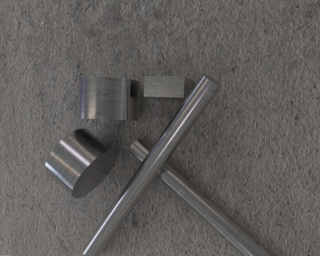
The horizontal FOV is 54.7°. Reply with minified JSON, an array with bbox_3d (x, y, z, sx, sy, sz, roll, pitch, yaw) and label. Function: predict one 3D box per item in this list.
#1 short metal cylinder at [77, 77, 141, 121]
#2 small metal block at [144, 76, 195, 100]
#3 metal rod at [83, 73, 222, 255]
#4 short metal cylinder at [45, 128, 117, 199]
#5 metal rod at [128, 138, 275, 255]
[{"bbox_3d":[-0.066,-0.036,0.403,0.080,0.080,0.050,3,91,20],"label":"short metal cylinder"},{"bbox_3d":[0.013,-0.049,0.391,0.050,0.050,0.025,3,91,20],"label":"small metal block"},{"bbox_3d":[-0.021,0.063,0.391,0.025,0.025,0.298,40,112,15],"label":"metal rod"},{"bbox_3d":[-0.105,0.047,0.417,0.050,0.080,0.080,37,102,16],"label":"short metal cylinder"},{"bbox_3d":[0.076,0.117,0.381,0.300,0.025,0.025,40,103,15],"label":"metal rod"}]
